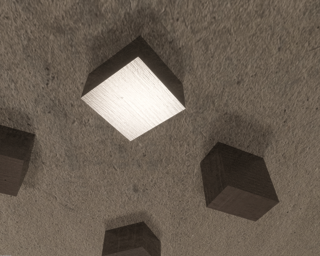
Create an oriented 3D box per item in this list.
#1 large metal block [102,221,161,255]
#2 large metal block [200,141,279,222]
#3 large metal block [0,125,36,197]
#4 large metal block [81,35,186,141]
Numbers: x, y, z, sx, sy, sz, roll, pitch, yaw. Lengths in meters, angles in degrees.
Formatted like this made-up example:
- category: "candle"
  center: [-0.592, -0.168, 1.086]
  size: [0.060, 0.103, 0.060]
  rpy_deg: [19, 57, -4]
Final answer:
- category: "large metal block"
  center: [-0.051, 0.228, 0.584]
  size: [0.080, 0.050, 0.080]
  rpy_deg: [-18, 128, 14]
- category: "large metal block"
  center: [0.108, 0.075, 0.437]
  size: [0.080, 0.080, 0.050]
  rpy_deg: [20, 127, -17]
- category: "large metal block"
  center: [-0.225, 0.041, 0.423]
  size: [0.081, 0.050, 0.079]
  rpy_deg: [17, 128, -15]
- category: "large metal block"
  center: [-0.028, -0.043, 0.354]
  size: [0.080, 0.050, 0.080]
  rpy_deg: [-31, 124, 23]
